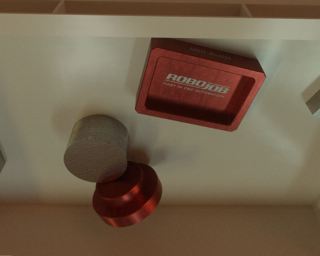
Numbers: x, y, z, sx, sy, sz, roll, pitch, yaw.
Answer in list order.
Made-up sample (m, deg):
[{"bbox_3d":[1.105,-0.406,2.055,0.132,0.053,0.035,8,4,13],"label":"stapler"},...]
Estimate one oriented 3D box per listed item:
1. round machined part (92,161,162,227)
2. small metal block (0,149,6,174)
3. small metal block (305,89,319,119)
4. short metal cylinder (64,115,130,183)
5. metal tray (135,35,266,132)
[{"bbox_3d":[-0.050,0.084,0.433,0.098,0.098,0.042,-15,126,12],"label":"round machined part"},{"bbox_3d":[-0.257,0.041,0.440,0.050,0.025,0.050,1,130,-2],"label":"small metal block"},{"bbox_3d":[0.223,-0.032,0.386,0.050,0.025,0.050,22,127,-19],"label":"small metal block"},{"bbox_3d":[-0.083,0.029,0.416,0.081,0.050,0.079,0,130,0],"label":"short metal cylinder"},{"bbox_3d":[0.044,-0.048,0.365,0.131,0.030,0.089,11,129,-10],"label":"metal tray"}]
